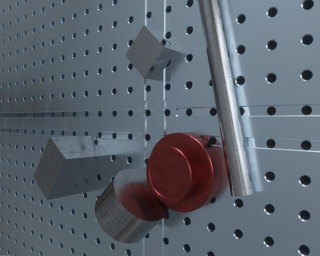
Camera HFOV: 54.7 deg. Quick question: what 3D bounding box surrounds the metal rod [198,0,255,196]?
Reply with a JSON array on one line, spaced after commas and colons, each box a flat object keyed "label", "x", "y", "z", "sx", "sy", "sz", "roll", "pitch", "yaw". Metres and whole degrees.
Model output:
[{"label": "metal rod", "x": 0.068, "y": -0.075, "z": 0.351, "sx": 0.025, "sy": 0.025, "sz": 0.298, "roll": -14, "pitch": 81, "yaw": 39}]

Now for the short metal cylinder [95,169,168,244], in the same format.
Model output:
[{"label": "short metal cylinder", "x": -0.036, "y": 0.100, "z": 0.401, "sx": 0.050, "sy": 0.081, "sz": 0.080, "roll": -52, "pitch": 60, "yaw": 27}]

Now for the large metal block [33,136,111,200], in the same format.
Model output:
[{"label": "large metal block", "x": -0.138, "y": 0.059, "z": 0.484, "sx": 0.050, "sy": 0.081, "sz": 0.080, "roll": 44, "pitch": 116, "yaw": 30}]

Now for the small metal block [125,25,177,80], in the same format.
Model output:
[{"label": "small metal block", "x": -0.013, "y": -0.101, "z": 0.418, "sx": 0.050, "sy": 0.025, "sz": 0.050, "roll": 52, "pitch": 120, "yaw": 27}]

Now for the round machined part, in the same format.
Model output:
[{"label": "round machined part", "x": 0.022, "y": 0.054, "z": 0.379, "sx": 0.098, "sy": 0.042, "sz": 0.097, "roll": 0, "pitch": 90, "yaw": 39}]
